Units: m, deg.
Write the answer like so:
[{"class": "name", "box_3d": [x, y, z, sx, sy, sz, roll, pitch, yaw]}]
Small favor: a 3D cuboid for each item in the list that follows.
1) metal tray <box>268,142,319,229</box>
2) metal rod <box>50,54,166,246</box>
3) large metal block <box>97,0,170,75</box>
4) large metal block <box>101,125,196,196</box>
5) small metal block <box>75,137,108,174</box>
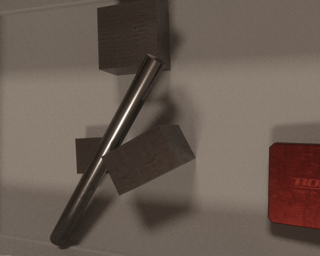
[{"class": "metal tray", "box_3d": [0.188, 0.063, 0.334, 0.130, 0.030, 0.089, 1, 90, 26]}, {"class": "metal rod", "box_3d": [-0.076, 0.042, 0.405, 0.025, 0.025, 0.298, 36, 110, 16]}, {"class": "large metal block", "box_3d": [-0.033, -0.116, 0.408, 0.080, 0.050, 0.079, -2, 89, 19]}, {"class": "large metal block", "box_3d": [-0.011, 0.037, 0.384, 0.080, 0.080, 0.050, -29, 81, 17]}, {"class": "small metal block", "box_3d": [-0.091, 0.038, 0.441, 0.050, 0.025, 0.050, -4, 89, 19]}]
